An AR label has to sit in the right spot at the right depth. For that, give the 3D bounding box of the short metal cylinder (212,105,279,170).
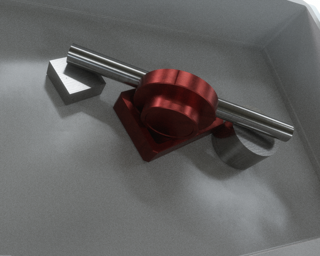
[{"bbox_3d":[0.123,0.014,0.448,0.081,0.050,0.080,14,56,-21],"label":"short metal cylinder"}]

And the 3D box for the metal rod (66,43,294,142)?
[{"bbox_3d":[0.033,-0.041,0.396,0.302,0.025,0.025,19,54,-10],"label":"metal rod"}]

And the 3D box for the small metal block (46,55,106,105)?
[{"bbox_3d":[-0.104,-0.062,0.386,0.050,0.025,0.050,-25,75,-37],"label":"small metal block"}]

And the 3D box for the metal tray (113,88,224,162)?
[{"bbox_3d":[0.014,-0.019,0.420,0.131,0.030,0.090,-21,73,-36],"label":"metal tray"}]

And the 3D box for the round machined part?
[{"bbox_3d":[0.016,-0.021,0.363,0.099,0.098,0.042,25,61,-14],"label":"round machined part"}]
